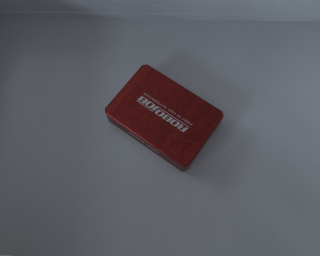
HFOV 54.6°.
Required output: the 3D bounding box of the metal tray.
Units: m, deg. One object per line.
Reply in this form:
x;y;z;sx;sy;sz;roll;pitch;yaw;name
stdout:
0.005;-0.015;0.413;0.130;0.030;0.090;34;73;11;metal tray
